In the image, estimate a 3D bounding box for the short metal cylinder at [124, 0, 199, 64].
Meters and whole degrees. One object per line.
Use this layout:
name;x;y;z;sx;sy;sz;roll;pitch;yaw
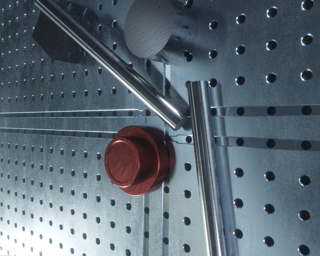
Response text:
short metal cylinder;0.001;-0.124;0.390;0.080;0.050;0.079;0;90;39

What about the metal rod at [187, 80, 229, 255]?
metal rod;0.060;0.094;0.358;0.025;0.025;0.298;-10;84;39

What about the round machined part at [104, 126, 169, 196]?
round machined part;-0.039;0.045;0.429;0.098;0.042;0.097;0;90;39

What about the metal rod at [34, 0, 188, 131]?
metal rod;-0.079;-0.102;0.433;0.300;0.025;0.025;43;116;18

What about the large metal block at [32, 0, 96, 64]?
large metal block;-0.165;-0.167;0.526;0.080;0.050;0.080;45;117;30
